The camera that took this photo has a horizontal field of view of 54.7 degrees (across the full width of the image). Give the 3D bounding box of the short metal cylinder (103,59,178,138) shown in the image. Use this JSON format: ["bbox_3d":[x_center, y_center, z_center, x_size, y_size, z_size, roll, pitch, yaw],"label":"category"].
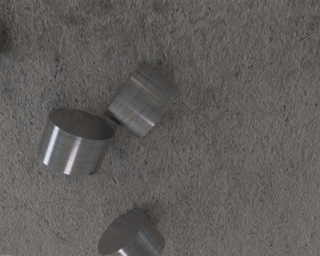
[{"bbox_3d":[-0.023,-0.034,0.367,0.050,0.080,0.080,36,106,-12],"label":"short metal cylinder"}]

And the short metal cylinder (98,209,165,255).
[{"bbox_3d":[-0.040,0.163,0.440,0.080,0.080,0.050,-32,107,11],"label":"short metal cylinder"}]

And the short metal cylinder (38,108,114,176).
[{"bbox_3d":[-0.104,0.016,0.385,0.080,0.080,0.050,21,109,-8],"label":"short metal cylinder"}]

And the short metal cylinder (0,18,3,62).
[{"bbox_3d":[-0.220,-0.102,0.341,0.080,0.080,0.050,12,110,-5],"label":"short metal cylinder"}]
